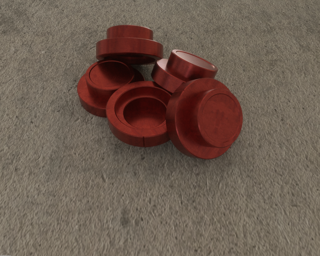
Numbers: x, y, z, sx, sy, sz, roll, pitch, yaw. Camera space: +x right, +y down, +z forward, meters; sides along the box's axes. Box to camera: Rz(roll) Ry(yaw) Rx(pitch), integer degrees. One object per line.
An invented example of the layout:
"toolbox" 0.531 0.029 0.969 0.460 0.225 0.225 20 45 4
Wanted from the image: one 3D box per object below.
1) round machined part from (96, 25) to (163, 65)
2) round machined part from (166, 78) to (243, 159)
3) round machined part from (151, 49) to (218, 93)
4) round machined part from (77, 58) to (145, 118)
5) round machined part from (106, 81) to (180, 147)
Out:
"round machined part" -0.044 -0.122 0.458 0.099 0.098 0.042 1 92 0
"round machined part" 0.059 -0.011 0.368 0.099 0.098 0.042 -36 18 -26
"round machined part" 0.041 -0.076 0.430 0.099 0.042 0.098 19 25 -9
"round machined part" -0.070 -0.063 0.448 0.099 0.042 0.098 0 50 0
"round machined part" -0.018 -0.014 0.405 0.099 0.042 0.098 0 50 0
